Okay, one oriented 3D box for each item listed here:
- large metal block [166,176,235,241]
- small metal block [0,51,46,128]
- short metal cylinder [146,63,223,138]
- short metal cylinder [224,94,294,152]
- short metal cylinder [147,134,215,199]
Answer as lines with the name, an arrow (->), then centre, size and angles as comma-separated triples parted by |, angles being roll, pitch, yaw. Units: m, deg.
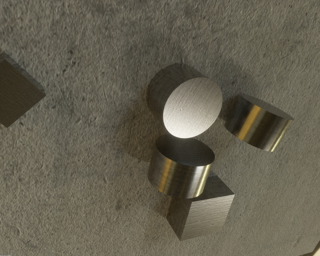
large metal block -> 0.064, 0.129, 0.506 | 0.081, 0.050, 0.079 | -3, 120, -27
small metal block -> -0.150, -0.037, 0.302 | 0.050, 0.025, 0.050 | -40, 130, -1
short metal cylinder -> 0.030, -0.034, 0.386 | 0.081, 0.050, 0.079 | -14, 124, -21
short metal cylinder -> 0.140, -0.009, 0.442 | 0.081, 0.080, 0.050 | 11, 113, -33
short metal cylinder -> 0.028, 0.049, 0.417 | 0.081, 0.080, 0.050 | 0, 119, -28
